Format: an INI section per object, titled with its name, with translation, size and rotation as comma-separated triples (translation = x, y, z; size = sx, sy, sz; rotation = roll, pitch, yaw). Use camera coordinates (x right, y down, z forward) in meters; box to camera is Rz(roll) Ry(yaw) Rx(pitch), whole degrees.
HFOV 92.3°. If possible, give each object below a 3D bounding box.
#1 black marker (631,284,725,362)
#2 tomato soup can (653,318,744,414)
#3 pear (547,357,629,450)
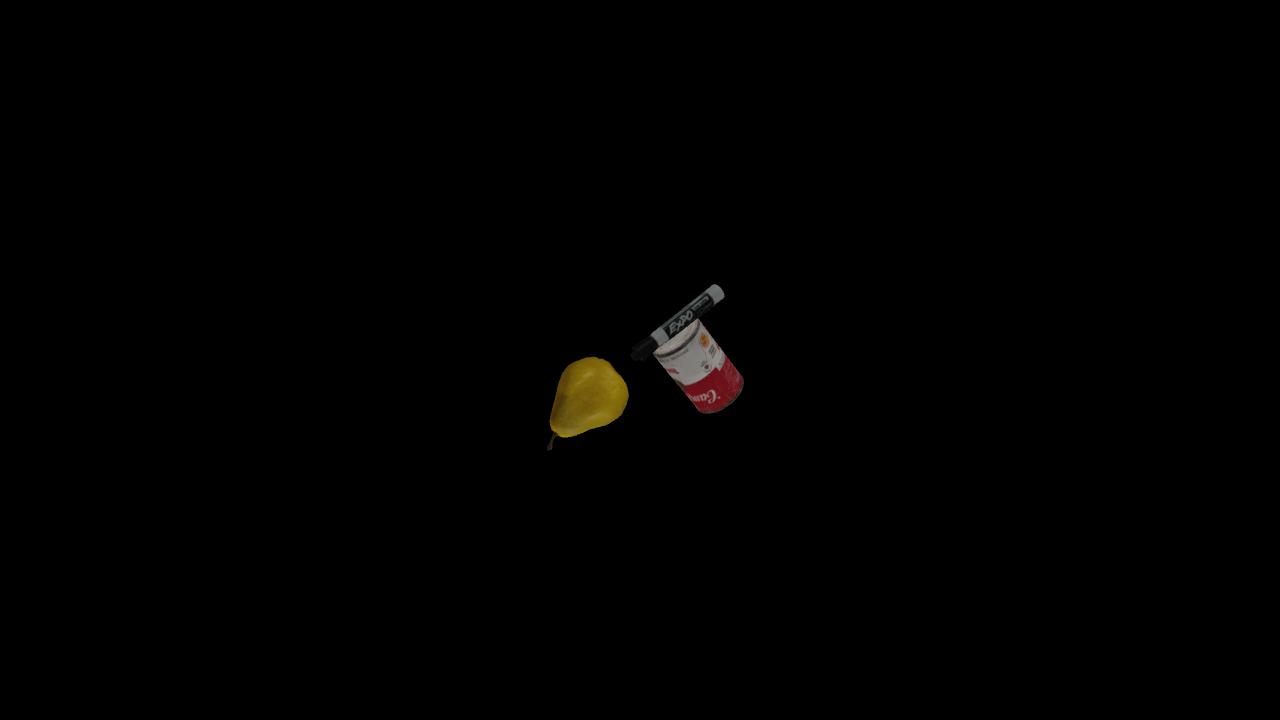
[black marker]
translation = 0.039, -0.038, 0.644
size = 0.121, 0.020, 0.020
rotation = -38, 12, -15
[tomato soup can]
translation = 0.067, 0.004, 0.714
size = 0.068, 0.068, 0.101
rotation = 0, -44, 52
[pear]
translation = -0.069, 0.049, 0.675
size = 0.111, 0.080, 0.080
rotation = -38, 14, -18
